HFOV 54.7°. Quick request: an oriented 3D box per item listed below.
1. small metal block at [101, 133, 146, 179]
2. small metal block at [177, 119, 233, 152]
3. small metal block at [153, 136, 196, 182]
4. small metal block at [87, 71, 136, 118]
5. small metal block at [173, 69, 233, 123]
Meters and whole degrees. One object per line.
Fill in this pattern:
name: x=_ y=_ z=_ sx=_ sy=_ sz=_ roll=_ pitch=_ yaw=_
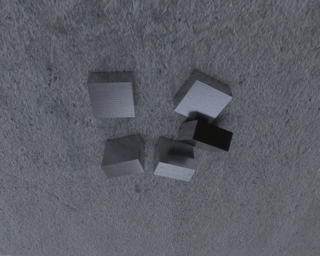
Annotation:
small metal block: x=-0.048 y=0.038 z=0.422 sx=0.050 sy=0.050 sz=0.025 roll=-12 pitch=129 yaw=10
small metal block: x=0.057 y=0.011 z=0.400 sx=0.050 sy=0.025 sz=0.050 roll=20 pitch=169 yaw=-16
small metal block: x=0.019 y=0.042 z=0.427 sx=0.050 sy=0.050 sz=0.025 roll=14 pitch=129 yaw=-12
small metal block: x=-0.056 y=-0.040 z=0.373 sx=0.050 sy=0.025 sz=0.050 roll=-2 pitch=130 yaw=1
small metal block: x=0.051 y=-0.036 z=0.377 sx=0.050 sy=0.025 sz=0.050 roll=23 pitch=127 yaw=-18
